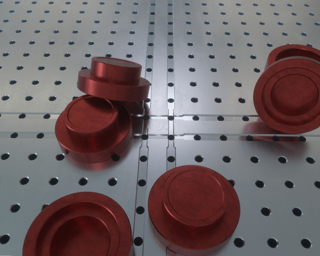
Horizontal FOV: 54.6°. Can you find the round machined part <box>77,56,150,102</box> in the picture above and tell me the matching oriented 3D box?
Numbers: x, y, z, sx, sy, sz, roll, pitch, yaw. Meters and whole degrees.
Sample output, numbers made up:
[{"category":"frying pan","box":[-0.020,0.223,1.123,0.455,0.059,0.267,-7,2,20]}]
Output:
[{"category":"round machined part","box":[-0.062,-0.071,0.427,0.099,0.042,0.098,10,19,-3]}]

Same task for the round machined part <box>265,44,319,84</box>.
[{"category":"round machined part","box":[0.206,-0.079,0.464,0.099,0.042,0.098,0,50,0]}]

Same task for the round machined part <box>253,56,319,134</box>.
[{"category":"round machined part","box":[0.176,-0.045,0.406,0.098,0.097,0.042,21,28,16]}]

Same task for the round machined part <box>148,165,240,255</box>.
[{"category":"round machined part","box":[0.036,0.080,0.330,0.099,0.042,0.098,0,50,0]}]

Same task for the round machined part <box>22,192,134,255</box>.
[{"category":"round machined part","box":[-0.075,0.115,0.300,0.099,0.042,0.098,0,50,0]}]

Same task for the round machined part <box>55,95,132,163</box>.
[{"category":"round machined part","box":[-0.086,-0.007,0.402,0.099,0.042,0.098,0,50,0]}]
